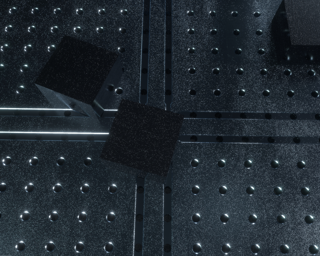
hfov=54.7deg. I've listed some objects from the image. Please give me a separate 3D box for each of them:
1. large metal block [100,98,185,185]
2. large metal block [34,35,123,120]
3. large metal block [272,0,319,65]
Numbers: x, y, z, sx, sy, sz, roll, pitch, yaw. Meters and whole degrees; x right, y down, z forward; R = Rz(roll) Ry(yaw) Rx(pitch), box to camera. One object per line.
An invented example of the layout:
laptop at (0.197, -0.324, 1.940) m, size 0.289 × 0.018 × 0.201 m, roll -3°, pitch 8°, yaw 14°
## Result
large metal block at (-0.020, 0.018, 0.392) m, size 0.080 × 0.050 × 0.080 m, roll 16°, pitch 71°, yaw 5°
large metal block at (-0.106, -0.068, 0.422) m, size 0.080 × 0.050 × 0.080 m, roll 22°, pitch 71°, yaw 7°
large metal block at (0.217, -0.140, 0.452) m, size 0.081 × 0.050 × 0.080 m, roll 0°, pitch 70°, yaw 0°
